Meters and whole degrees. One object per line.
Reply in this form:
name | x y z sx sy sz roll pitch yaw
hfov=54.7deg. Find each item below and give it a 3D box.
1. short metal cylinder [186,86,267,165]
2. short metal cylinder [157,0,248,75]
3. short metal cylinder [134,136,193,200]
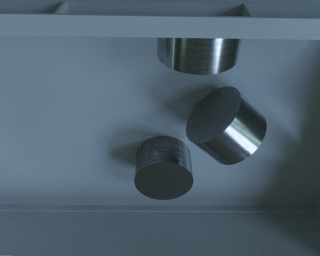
short metal cylinder | 0.078 -0.003 0.371 0.080 0.080 0.050 -37 121 27
short metal cylinder | 0.038 -0.093 0.294 0.081 0.080 0.050 1 130 -1
short metal cylinder | 0.005 0.058 0.442 0.081 0.050 0.079 0 130 0
